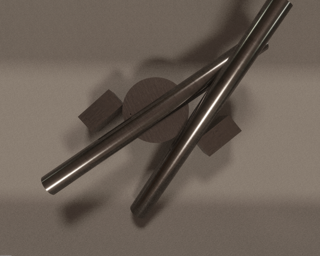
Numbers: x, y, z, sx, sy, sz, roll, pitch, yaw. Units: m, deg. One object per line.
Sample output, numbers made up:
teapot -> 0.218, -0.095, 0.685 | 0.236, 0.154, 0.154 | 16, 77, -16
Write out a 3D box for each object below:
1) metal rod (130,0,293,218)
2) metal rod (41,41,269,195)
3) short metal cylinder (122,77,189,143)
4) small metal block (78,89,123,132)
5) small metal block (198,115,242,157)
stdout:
metal rod -> 0.047, -0.009, 0.359 | 0.025, 0.025, 0.298 | 32, 109, -1
metal rod -> -0.005, -0.018, 0.361 | 0.301, 0.025, 0.025 | -34, 90, -1
short metal cylinder -> -0.005, -0.022, 0.399 | 0.081, 0.050, 0.079 | 0, 90, -1
small metal block -> -0.072, -0.021, 0.398 | 0.050, 0.050, 0.025 | -42, 91, 0
small metal block -> 0.072, 0.009, 0.400 | 0.050, 0.050, 0.025 | -39, 91, 0
